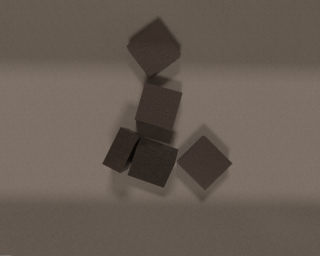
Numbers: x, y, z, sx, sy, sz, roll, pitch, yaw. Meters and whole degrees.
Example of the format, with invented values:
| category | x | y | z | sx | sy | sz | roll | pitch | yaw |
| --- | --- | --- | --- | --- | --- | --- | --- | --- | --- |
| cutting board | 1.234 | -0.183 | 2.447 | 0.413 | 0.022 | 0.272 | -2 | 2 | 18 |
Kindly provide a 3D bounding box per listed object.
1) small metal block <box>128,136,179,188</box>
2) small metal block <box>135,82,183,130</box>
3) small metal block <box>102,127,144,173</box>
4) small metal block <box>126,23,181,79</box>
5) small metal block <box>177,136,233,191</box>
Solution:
| category | x | y | z | sx | sy | sz | roll | pitch | yaw |
| --- | --- | --- | --- | --- | --- | --- | --- | --- | --- |
| small metal block | -0.009 | 0.044 | 0.398 | 0.050 | 0.025 | 0.050 | 20 | 129 | -1 |
| small metal block | -0.002 | -0.028 | 0.411 | 0.050 | 0.025 | 0.050 | 15 | 90 | -1 |
| small metal block | -0.045 | 0.027 | 0.397 | 0.025 | 0.050 | 0.050 | 26 | 90 | 5 |
| small metal block | -0.008 | -0.101 | 0.411 | 0.050 | 0.025 | 0.050 | -37 | 90 | 0 |
| small metal block | 0.058 | 0.046 | 0.412 | 0.050 | 0.025 | 0.050 | -45 | 91 | 0 |
